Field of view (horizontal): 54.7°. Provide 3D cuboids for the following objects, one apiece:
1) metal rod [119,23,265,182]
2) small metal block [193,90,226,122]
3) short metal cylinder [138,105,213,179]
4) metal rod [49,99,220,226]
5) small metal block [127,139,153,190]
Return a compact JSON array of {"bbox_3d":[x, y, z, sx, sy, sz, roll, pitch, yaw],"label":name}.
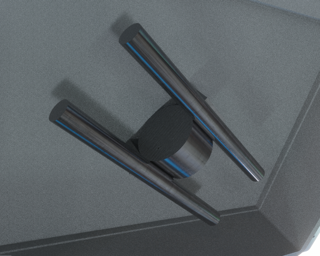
[{"bbox_3d":[0.059,-0.007,0.372,0.025,0.025,0.300,-46,130,3],"label":"metal rod"},{"bbox_3d":[0.051,-0.026,0.403,0.025,0.050,0.050,-45,130,3],"label":"small metal block"},{"bbox_3d":[0.020,0.018,0.394,0.080,0.080,0.050,-45,130,3],"label":"short metal cylinder"},{"bbox_3d":[-0.006,0.061,0.379,0.025,0.025,0.300,-46,129,3],"label":"metal rod"},{"bbox_3d":[-0.024,0.049,0.409,0.025,0.050,0.050,-45,130,3],"label":"small metal block"}]
